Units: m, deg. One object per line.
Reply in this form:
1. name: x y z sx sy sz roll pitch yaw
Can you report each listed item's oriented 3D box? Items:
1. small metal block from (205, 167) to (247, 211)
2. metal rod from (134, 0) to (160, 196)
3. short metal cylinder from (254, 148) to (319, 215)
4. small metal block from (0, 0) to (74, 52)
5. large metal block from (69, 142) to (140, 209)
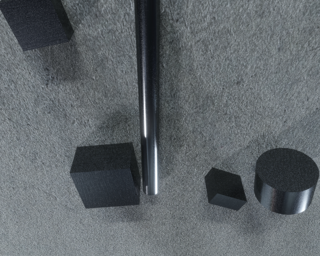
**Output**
1. small metal block: 0.099 0.093 0.471 0.050 0.050 0.025 18 128 -15
2. metal rod: -0.014 -0.017 0.392 0.025 0.025 0.298 0 130 -1
3. short metal cylinder: 0.176 0.074 0.437 0.080 0.080 0.050 -6 130 5
4. small metal block: -0.123 -0.110 0.312 0.050 0.025 0.050 -10 130 7
5. large metal block: -0.075 0.070 0.449 0.080 0.050 0.080 -5 130 4
